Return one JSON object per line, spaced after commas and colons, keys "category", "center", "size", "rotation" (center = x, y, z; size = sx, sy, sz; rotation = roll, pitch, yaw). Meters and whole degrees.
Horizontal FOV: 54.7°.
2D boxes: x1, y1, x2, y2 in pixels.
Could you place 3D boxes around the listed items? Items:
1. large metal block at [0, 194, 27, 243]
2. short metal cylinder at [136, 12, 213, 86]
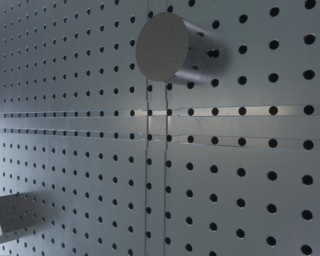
{"category": "large metal block", "center": [-0.343, 0.201, 0.677], "size": [0.080, 0.050, 0.080], "rotation": [-40, 66, 32]}
{"category": "short metal cylinder", "center": [0.017, -0.094, 0.379], "size": [0.080, 0.050, 0.079], "rotation": [0, 90, 40]}
